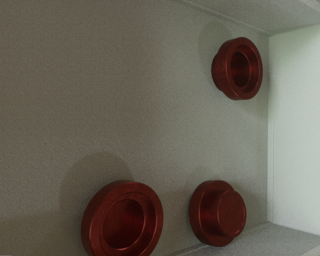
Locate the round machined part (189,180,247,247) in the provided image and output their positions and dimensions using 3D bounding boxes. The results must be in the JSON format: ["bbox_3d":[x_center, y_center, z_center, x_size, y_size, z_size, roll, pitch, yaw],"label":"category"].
[{"bbox_3d":[0.093,0.128,0.467,0.099,0.042,0.098,10,75,-39],"label":"round machined part"}]

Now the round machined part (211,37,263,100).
[{"bbox_3d":[0.120,-0.093,0.499,0.099,0.042,0.097,0,90,-40],"label":"round machined part"}]

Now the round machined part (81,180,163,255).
[{"bbox_3d":[-0.046,0.109,0.359,0.099,0.042,0.097,0,90,-40],"label":"round machined part"}]
